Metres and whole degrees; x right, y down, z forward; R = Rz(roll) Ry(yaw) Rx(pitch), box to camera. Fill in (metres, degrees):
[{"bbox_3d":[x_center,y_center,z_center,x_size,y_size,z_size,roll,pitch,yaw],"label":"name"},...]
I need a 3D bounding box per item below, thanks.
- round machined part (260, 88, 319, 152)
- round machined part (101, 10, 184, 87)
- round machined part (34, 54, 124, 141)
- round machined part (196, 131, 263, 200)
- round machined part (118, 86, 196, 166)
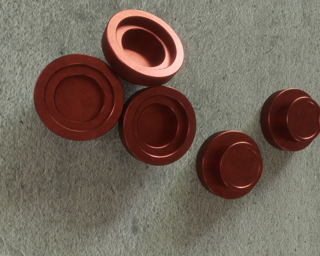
[{"bbox_3d":[0.208,-0.012,0.476,0.099,0.042,0.097,0,90,-20],"label":"round machined part"},{"bbox_3d":[-0.024,-0.091,0.378,0.099,0.042,0.098,13,60,-23],"label":"round machined part"},{"bbox_3d":[-0.095,-0.034,0.365,0.099,0.042,0.097,0,90,-20],"label":"round machined part"},{"bbox_3d":[0.105,0.053,0.438,0.099,0.042,0.097,0,90,-20],"label":"round machined part"},{"bbox_3d":[-0.007,-0.004,0.393,0.099,0.042,0.097,-2,95,-26],"label":"round machined part"}]
